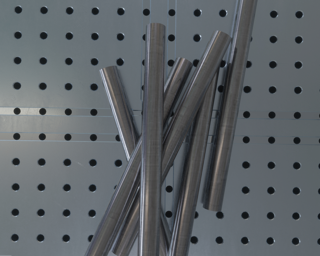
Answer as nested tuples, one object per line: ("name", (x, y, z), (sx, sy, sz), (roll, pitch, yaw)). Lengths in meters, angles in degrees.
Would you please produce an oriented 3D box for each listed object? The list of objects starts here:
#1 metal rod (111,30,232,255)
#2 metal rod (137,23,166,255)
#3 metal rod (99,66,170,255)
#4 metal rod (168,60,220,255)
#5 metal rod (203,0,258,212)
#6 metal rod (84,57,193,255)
("metal rod", (0.014, 0.020, 0.387), (0.025, 0.025, 0.299), (26, 90, 0))
("metal rod", (-0.010, 0.022, 0.366), (0.025, 0.025, 0.299), (2, 82, 0))
("metal rod", (-0.025, 0.064, 0.413), (0.025, 0.025, 0.299), (-17, 90, 0))
("metal rod", (0.042, 0.054, 0.400), (0.025, 0.025, 0.299), (10, 85, 0))
("metal rod", (0.095, -0.040, 0.413), (0.025, 0.025, 0.298), (10, 90, 0))
("metal rod", (-0.028, 0.046, 0.386), (0.025, 0.025, 0.299), (24, 79, 0))
